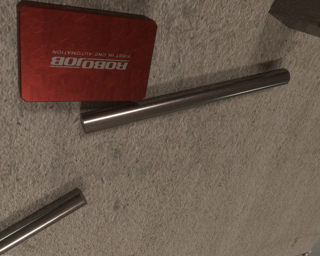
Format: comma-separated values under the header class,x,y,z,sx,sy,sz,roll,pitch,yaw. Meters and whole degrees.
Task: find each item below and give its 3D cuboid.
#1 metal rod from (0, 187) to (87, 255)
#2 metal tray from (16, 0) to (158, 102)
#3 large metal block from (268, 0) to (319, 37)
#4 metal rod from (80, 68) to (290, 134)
class,x,y,z,sx,sy,sz,roll,pitch,yaw
metal rod,-0.231,0.163,0.381,0.301,0.025,0.025,-30,129,-10
metal tray,-0.074,-0.074,0.318,0.131,0.030,0.089,-3,120,-27
large metal block,0.197,-0.162,0.381,0.050,0.080,0.080,16,110,-35
metal rod,0.048,-0.041,0.409,0.302,0.025,0.025,-15,125,-21
